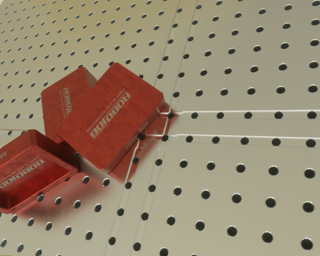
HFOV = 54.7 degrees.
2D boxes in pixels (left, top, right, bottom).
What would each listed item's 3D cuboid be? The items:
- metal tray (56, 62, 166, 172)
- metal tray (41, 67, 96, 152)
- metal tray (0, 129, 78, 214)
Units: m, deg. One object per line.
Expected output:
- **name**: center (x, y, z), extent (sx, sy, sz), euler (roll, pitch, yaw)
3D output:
- **metal tray**: center (-0.066, -0.016, 0.427), extent (0.090, 0.030, 0.130), euler (36, 81, 15)
- **metal tray**: center (-0.140, -0.029, 0.494), extent (0.090, 0.030, 0.130), euler (-29, 52, 9)
- **metal tray**: center (-0.193, 0.064, 0.425), extent (0.130, 0.090, 0.030), euler (-32, 52, 7)
